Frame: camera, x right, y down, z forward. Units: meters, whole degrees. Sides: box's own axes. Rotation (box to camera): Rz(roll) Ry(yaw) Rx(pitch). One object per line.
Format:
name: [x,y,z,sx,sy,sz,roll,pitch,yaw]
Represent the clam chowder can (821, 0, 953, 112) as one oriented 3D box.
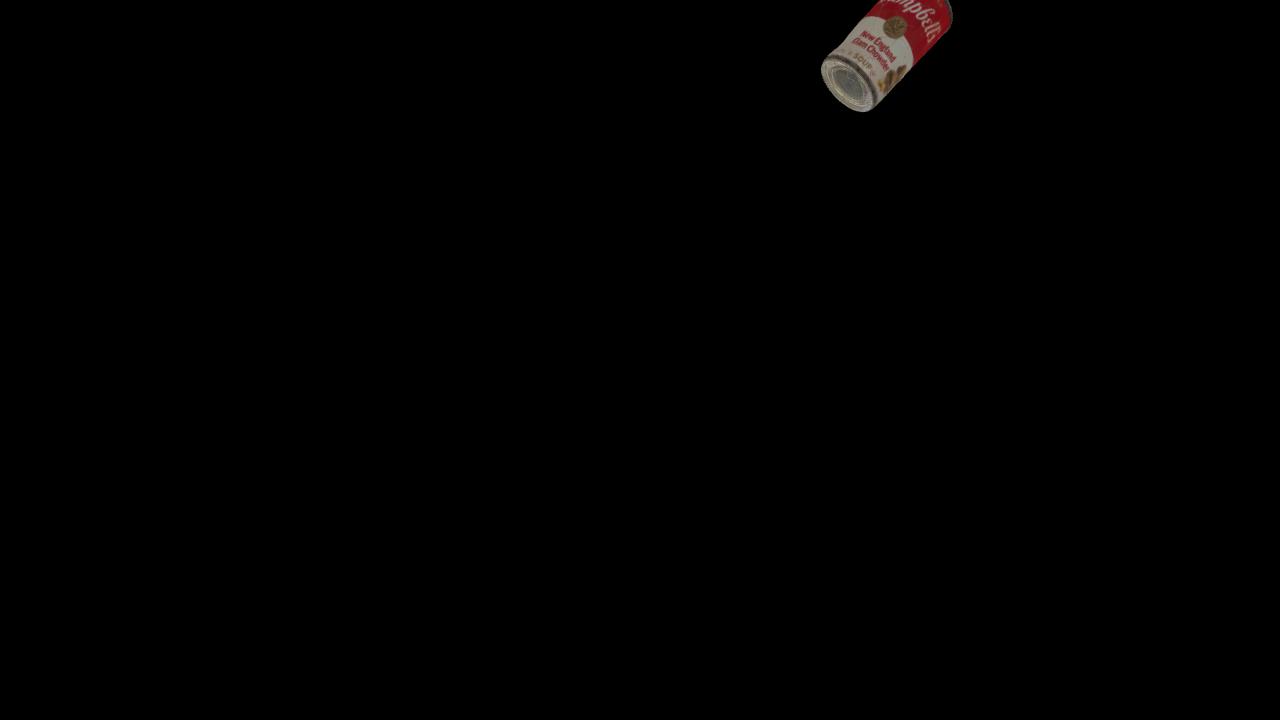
clam chowder can: [0.231,-0.296,0.582,0.068,0.102,0.068,43,4,-4]
